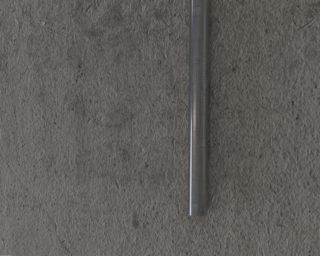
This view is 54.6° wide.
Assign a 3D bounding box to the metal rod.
[{"bbox_3d":[0.049,-0.041,0.391,0.025,0.025,0.298,1,90,20],"label":"metal rod"}]
